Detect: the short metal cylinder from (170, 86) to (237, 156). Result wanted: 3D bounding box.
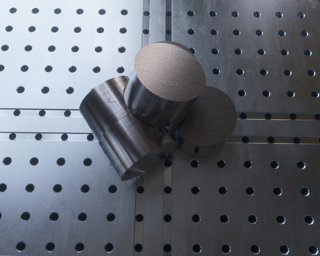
[{"bbox_3d":[0.054,-0.008,0.401,0.081,0.050,0.080,0,70,0],"label":"short metal cylinder"}]

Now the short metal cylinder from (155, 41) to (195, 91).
[{"bbox_3d":[0.009,-0.071,0.423,0.081,0.050,0.080,0,70,0],"label":"short metal cylinder"}]

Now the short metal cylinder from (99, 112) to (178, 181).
[{"bbox_3d":[-0.026,0.020,0.375,0.080,0.080,0.050,-32,74,-11],"label":"short metal cylinder"}]

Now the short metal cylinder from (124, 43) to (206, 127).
[{"bbox_3d":[0.004,-0.048,0.348,0.081,0.050,0.080,10,56,-15],"label":"short metal cylinder"}]

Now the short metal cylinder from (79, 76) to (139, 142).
[{"bbox_3d":[-0.053,-0.020,0.389,0.080,0.080,0.050,-32,74,-11],"label":"short metal cylinder"}]
